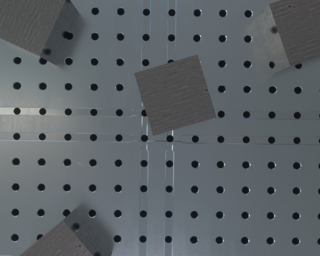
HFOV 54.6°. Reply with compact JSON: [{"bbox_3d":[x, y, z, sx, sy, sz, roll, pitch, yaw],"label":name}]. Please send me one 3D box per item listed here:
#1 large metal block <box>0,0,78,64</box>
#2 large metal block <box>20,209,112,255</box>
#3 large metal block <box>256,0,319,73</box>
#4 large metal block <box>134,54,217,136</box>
[{"bbox_3d":[-0.165,-0.140,0.400,0.080,0.050,0.080,25,90,0],"label":"large metal block"},{"bbox_3d":[-0.123,0.168,0.400,0.080,0.050,0.080,-40,90,0],"label":"large metal block"},{"bbox_3d":[0.184,-0.126,0.402,0.080,0.050,0.080,-19,90,0],"label":"large metal block"},{"bbox_3d":[0.019,-0.040,0.401,0.080,0.050,0.080,-17,90,0],"label":"large metal block"}]
